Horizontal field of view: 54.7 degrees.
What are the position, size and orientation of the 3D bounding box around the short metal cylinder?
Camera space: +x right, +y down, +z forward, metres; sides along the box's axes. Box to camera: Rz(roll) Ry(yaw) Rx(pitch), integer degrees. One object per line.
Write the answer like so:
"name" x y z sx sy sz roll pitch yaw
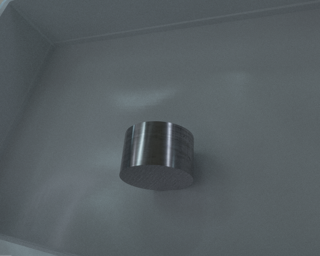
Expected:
"short metal cylinder" -0.002 0.034 0.350 0.080 0.080 0.050 -9 58 23
